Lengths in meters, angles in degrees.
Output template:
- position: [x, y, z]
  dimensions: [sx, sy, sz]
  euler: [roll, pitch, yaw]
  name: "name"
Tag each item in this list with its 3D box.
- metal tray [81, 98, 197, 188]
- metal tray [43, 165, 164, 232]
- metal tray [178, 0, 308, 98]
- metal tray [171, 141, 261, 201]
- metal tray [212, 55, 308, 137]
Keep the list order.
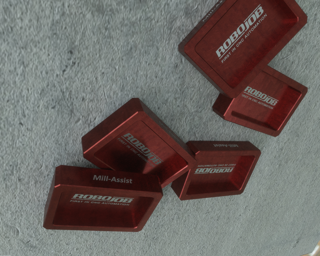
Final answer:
- position: [-0.023, 0.031, 0.398]
  dimensions: [0.090, 0.030, 0.130]
  euler: [-37, 130, 11]
  name: "metal tray"
- position: [-0.073, 0.094, 0.394]
  dimensions: [0.131, 0.030, 0.089]
  euler: [10, 128, -23]
  name: "metal tray"
- position: [0.098, -0.112, 0.368]
  dimensions: [0.090, 0.030, 0.130]
  euler: [41, 95, -19]
  name: "metal tray"
- position: [0.090, 0.066, 0.493]
  dimensions: [0.131, 0.030, 0.089]
  euler: [2, 118, -30]
  name: "metal tray"
- position: [0.150, -0.043, 0.458]
  dimensions: [0.131, 0.030, 0.089]
  euler: [16, 110, -35]
  name: "metal tray"
